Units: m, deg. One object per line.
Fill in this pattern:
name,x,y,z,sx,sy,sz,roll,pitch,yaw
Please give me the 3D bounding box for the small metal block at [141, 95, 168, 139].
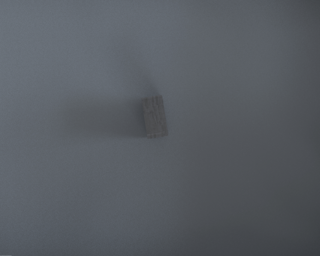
small metal block,-0.006,-0.013,0.395,0.025,0.050,0.050,-9,90,0
